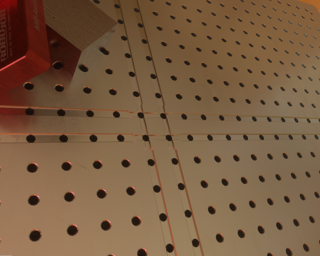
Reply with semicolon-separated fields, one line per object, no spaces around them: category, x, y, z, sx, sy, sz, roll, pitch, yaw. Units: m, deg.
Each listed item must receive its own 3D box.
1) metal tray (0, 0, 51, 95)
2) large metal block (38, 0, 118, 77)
metal tray;-0.172;-0.105;0.339;0.030;0.090;0.130;37;34;-61
large metal block;-0.117;-0.129;0.409;0.080;0.050;0.080;38;51;-3
